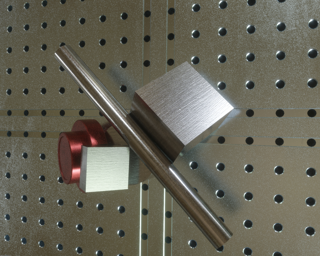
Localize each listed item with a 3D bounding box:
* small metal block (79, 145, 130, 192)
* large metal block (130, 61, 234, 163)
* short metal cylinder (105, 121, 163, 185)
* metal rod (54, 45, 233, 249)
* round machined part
[{"bbox_3d":[-0.065,0.046,0.363,0.025,0.050,0.050,5,93,60],"label":"small metal block"},{"bbox_3d":[0.023,-0.020,0.364,0.080,0.050,0.080,-35,75,-28],"label":"large metal block"},{"bbox_3d":[-0.032,0.031,0.406,0.080,0.050,0.079,0,90,20],"label":"short metal cylinder"},{"bbox_3d":[-0.028,0.012,0.365,0.025,0.025,0.300,-45,76,14],"label":"metal rod"},{"bbox_3d":[-0.106,0.038,0.409,0.098,0.042,0.097,10,102,57],"label":"round machined part"}]
